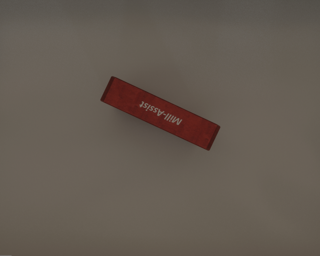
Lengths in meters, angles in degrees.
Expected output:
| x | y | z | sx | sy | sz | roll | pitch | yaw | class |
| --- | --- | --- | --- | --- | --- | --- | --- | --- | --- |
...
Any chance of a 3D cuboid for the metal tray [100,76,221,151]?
| x | y | z | sx | sy | sz | roll | pitch | yaw | class |
| --- | --- | --- | --- | --- | --- | --- | --- | --- | --- |
| 0.000 | -0.016 | 0.375 | 0.131 | 0.090 | 0.030 | 25 | 90 | -1 | metal tray |
